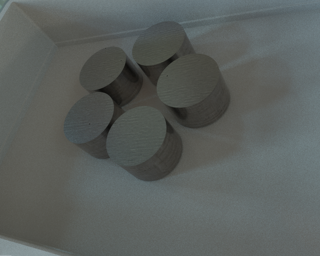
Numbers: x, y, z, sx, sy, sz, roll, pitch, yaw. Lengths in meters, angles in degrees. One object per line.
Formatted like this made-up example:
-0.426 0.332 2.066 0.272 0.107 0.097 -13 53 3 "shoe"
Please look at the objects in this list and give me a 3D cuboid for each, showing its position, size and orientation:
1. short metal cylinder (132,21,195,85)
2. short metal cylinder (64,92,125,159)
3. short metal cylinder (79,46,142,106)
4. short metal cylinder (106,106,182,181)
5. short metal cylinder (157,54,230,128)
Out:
0.007 -0.107 0.449 0.080 0.050 0.080 -13 56 21 "short metal cylinder"
-0.086 -0.003 0.434 0.080 0.050 0.080 -13 56 21 "short metal cylinder"
-0.074 -0.077 0.474 0.080 0.050 0.080 -13 56 21 "short metal cylinder"
-0.019 0.020 0.385 0.080 0.050 0.080 -13 56 21 "short metal cylinder"
0.043 -0.047 0.393 0.080 0.050 0.080 -13 56 21 "short metal cylinder"
